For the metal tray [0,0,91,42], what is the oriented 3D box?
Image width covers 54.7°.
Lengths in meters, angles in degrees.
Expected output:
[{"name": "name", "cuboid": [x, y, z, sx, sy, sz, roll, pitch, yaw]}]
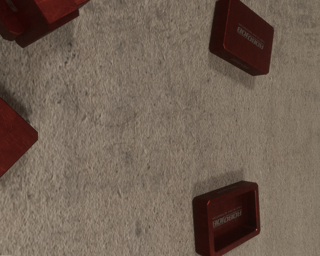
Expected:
[{"name": "metal tray", "cuboid": [-0.134, -0.156, 0.275, 0.090, 0.030, 0.130, -41, 113, -28]}]

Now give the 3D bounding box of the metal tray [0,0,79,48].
[{"name": "metal tray", "cuboid": [-0.130, -0.136, 0.252, 0.030, 0.090, 0.130, -44, 117, -28]}]

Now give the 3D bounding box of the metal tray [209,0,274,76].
[{"name": "metal tray", "cuboid": [0.141, -0.151, 0.523, 0.131, 0.030, 0.090, 16, 80, -39]}]

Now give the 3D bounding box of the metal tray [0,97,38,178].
[{"name": "metal tray", "cuboid": [-0.180, 0.022, 0.251, 0.090, 0.030, 0.130, 52, 59, -27]}]

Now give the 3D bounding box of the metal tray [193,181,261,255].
[{"name": "metal tray", "cuboid": [0.111, 0.143, 0.497, 0.131, 0.030, 0.089, -7, 95, -40]}]
